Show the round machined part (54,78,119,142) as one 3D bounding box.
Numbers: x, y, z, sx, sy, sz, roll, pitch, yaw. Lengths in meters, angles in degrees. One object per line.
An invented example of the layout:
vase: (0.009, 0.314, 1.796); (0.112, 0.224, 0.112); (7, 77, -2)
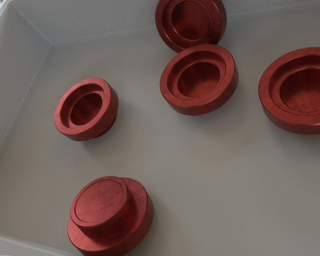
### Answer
round machined part: (-0.104, -0.023, 0.462); (0.098, 0.042, 0.098); (-13, 56, 20)

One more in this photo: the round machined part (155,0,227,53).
round machined part: (0.046, -0.153, 0.434); (0.098, 0.098, 0.042); (6, 41, 30)

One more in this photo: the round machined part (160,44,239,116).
round machined part: (0.053, -0.057, 0.401); (0.098, 0.042, 0.098); (-13, 56, 20)

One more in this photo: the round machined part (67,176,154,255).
round machined part: (-0.060, 0.093, 0.349); (0.098, 0.042, 0.098); (-15, 37, 12)

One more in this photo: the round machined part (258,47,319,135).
round machined part: (0.160, -0.035, 0.333); (0.098, 0.042, 0.098); (-13, 56, 20)
